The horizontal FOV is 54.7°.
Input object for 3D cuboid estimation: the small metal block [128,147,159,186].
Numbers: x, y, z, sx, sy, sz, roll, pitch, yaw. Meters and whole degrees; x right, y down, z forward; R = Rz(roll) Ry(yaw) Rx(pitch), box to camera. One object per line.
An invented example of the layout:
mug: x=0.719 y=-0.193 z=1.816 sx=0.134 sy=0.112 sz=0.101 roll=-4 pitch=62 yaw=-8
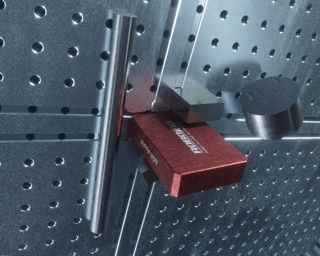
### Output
small metal block: x=-0.008 y=0.042 z=0.416 sx=0.050 sy=0.050 sz=0.025 roll=-29 pitch=128 yaw=-10

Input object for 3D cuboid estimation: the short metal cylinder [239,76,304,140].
short metal cylinder: x=0.160 y=-0.029 z=0.445 sx=0.080 sy=0.080 sz=0.050 roll=-34 pitch=129 yaw=-6

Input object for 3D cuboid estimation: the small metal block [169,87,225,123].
small metal block: x=0.046 y=-0.031 z=0.401 sx=0.050 sy=0.050 sz=0.025 roll=-6 pitch=121 yaw=-26

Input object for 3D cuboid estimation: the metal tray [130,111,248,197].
metal tray: x=0.028 y=0.022 z=0.372 sx=0.091 sy=0.130 sz=0.030 roll=-7 pitch=122 yaw=-25

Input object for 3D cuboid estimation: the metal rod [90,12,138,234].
metal rod: x=-0.062 y=0.014 z=0.385 sx=0.025 sy=0.025 sz=0.298 roll=-3 pitch=120 yaw=-27
